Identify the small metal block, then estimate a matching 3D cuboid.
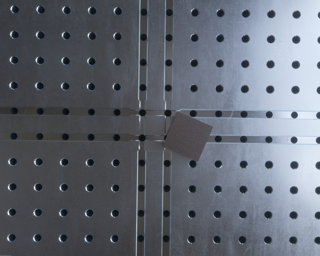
[{"bbox_3d":[0.036,0.011,0.414,0.050,0.025,0.050,24,90,-1],"label":"small metal block"}]
